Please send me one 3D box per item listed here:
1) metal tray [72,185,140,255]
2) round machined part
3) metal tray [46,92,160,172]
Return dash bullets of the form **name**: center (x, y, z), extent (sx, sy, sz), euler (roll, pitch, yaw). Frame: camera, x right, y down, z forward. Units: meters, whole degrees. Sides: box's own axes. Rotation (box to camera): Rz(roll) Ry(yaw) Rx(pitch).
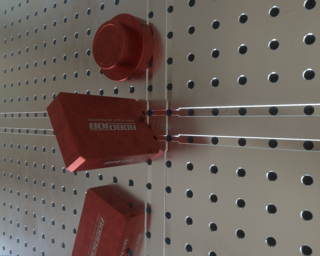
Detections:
- **metal tray**: center (-0.087, 0.167, 0.479), extent (0.090, 0.030, 0.129), euler (26, 106, 37)
- **round machined part**: center (-0.060, -0.116, 0.448), extent (0.098, 0.042, 0.097), euler (0, 90, 40)
- **metal tray**: center (-0.068, 0.003, 0.397), extent (0.030, 0.131, 0.090), euler (-39, 67, 33)
